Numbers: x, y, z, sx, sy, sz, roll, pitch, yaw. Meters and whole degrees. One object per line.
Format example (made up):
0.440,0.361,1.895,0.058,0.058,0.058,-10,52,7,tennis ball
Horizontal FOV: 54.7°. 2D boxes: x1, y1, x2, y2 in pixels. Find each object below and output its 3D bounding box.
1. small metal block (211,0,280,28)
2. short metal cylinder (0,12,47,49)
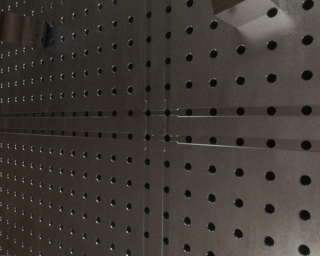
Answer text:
0.088,-0.131,0.319,0.050,0.050,0.025,-15,81,39,small metal block
-0.256,-0.182,0.581,0.080,0.081,0.050,18,102,38,short metal cylinder
